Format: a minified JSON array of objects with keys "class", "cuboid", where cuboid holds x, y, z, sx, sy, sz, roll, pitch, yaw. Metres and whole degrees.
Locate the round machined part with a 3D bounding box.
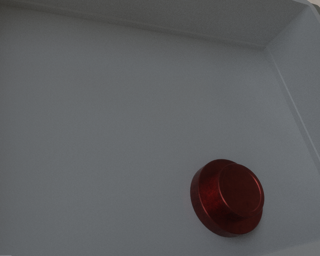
[{"class":"round machined part","cuboid":[0.091,0.084,0.392,0.099,0.042,0.098,13,56,-21]}]
